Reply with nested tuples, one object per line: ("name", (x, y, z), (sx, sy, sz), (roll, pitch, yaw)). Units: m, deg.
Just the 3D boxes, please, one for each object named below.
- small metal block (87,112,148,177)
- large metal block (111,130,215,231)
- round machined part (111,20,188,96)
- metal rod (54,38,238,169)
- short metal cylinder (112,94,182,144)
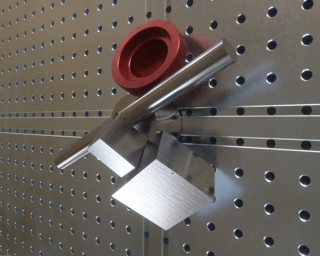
("small metal block", (-0.047, 0.018, 0.350), (0.050, 0.050, 0.025), (42, 126, -17))
("large metal block", (0.005, 0.062, 0.357), (0.080, 0.050, 0.080), (37, 123, -16))
("round machined part", (-0.009, -0.082, 0.389), (0.098, 0.042, 0.098), (-14, 60, 27))
("metal rod", (-0.040, -0.012, 0.375), (0.299, 0.025, 0.025), (-30, 72, 35))
("short metal cylinder", (-0.019, -0.003, 0.406), (0.080, 0.050, 0.079), (0, 90, 39))
